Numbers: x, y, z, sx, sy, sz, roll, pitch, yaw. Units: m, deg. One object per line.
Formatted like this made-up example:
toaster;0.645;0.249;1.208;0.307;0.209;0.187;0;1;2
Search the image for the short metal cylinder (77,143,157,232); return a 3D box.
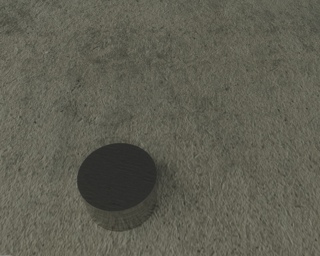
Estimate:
short metal cylinder;-0.043;0.063;0.334;0.080;0.050;0.080;0;50;0
